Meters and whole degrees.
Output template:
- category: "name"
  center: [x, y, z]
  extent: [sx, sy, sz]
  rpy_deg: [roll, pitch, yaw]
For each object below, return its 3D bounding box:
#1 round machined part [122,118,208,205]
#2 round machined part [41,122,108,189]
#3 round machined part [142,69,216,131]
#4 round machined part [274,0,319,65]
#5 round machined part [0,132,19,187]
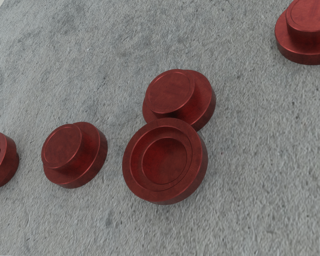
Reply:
- category: "round machined part"
  center: [0.009, 0.041, 0.360]
  extent: [0.098, 0.042, 0.098]
  rpy_deg: [-11, 62, 23]
- category: "round machined part"
  center: [-0.128, 0.033, 0.440]
  extent: [0.098, 0.042, 0.098]
  rpy_deg: [-13, 56, 21]
- category: "round machined part"
  center: [0.020, -0.038, 0.406]
  extent: [0.098, 0.042, 0.098]
  rpy_deg: [-13, 56, 21]
- category: "round machined part"
  center: [0.189, -0.127, 0.372]
  extent: [0.098, 0.042, 0.098]
  rpy_deg: [-13, 56, 21]
- category: "round machined part"
  center: [-0.269, 0.058, 0.499]
  extent: [0.098, 0.042, 0.098]
  rpy_deg: [-13, 56, 21]
